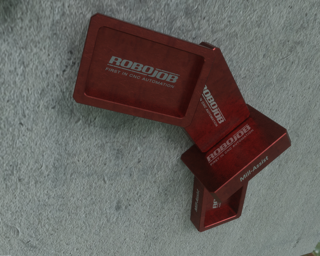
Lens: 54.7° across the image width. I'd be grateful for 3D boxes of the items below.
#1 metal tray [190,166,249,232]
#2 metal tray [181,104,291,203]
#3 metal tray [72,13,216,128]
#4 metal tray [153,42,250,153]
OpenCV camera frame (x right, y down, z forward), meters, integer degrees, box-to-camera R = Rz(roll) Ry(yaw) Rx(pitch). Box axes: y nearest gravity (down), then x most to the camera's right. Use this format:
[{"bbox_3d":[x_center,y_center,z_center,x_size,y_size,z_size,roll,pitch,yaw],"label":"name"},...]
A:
[{"bbox_3d":[0.102,0.110,0.527,0.091,0.030,0.129,-13,124,-22],"label":"metal tray"},{"bbox_3d":[0.104,0.032,0.441,0.130,0.090,0.030,-39,129,-2],"label":"metal tray"},{"bbox_3d":[-0.017,-0.059,0.330,0.131,0.030,0.089,13,109,-16],"label":"metal tray"},{"bbox_3d":[0.059,-0.036,0.413,0.090,0.030,0.130,-40,130,-1],"label":"metal tray"}]
